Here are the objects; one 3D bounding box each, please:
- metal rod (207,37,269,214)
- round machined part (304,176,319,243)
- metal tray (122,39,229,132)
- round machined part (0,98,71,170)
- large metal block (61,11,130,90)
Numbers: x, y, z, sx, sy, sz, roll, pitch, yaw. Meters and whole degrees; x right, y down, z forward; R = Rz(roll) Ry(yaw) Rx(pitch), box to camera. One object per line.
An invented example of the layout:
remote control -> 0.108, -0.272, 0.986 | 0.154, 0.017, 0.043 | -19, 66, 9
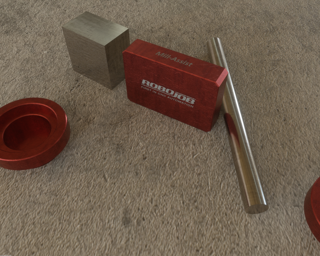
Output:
metal rod -> 0.097, -0.028, 0.427 | 0.025, 0.025, 0.300 | -2, 50, -2
round machined part -> 0.197, 0.093, 0.315 | 0.099, 0.042, 0.098 | 0, 50, 0
metal tray -> 0.017, -0.055, 0.407 | 0.130, 0.090, 0.030 | 23, 54, 18
round machined part -> -0.160, 0.011, 0.382 | 0.099, 0.042, 0.098 | 0, 50, 0
large metal block -> -0.091, -0.116, 0.464 | 0.080, 0.080, 0.050 | 28, 56, 21
